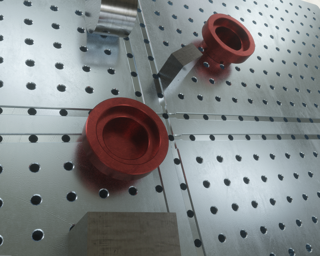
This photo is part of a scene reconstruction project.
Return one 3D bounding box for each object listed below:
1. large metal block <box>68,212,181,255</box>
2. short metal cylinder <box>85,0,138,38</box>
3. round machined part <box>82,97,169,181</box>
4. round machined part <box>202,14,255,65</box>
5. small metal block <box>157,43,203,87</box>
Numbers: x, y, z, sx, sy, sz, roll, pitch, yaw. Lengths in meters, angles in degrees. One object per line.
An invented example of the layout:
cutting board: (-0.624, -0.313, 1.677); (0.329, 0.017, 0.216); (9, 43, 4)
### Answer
large metal block: (-0.036, 0.113, 0.285); (0.081, 0.080, 0.050); (8, 59, -24)
short metal cylinder: (-0.071, -0.172, 0.439); (0.050, 0.080, 0.080); (-1, 62, -29)
round machined part: (-0.043, 0.016, 0.365); (0.099, 0.042, 0.098); (14, 56, -21)
round machined part: (0.117, -0.153, 0.553); (0.099, 0.042, 0.098); (14, 56, -21)
small metal block: (0.030, -0.095, 0.466); (0.025, 0.050, 0.050); (49, 51, 5)
